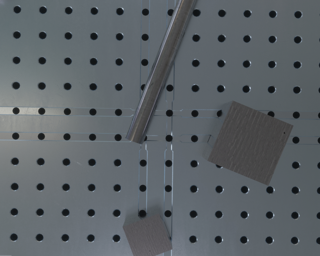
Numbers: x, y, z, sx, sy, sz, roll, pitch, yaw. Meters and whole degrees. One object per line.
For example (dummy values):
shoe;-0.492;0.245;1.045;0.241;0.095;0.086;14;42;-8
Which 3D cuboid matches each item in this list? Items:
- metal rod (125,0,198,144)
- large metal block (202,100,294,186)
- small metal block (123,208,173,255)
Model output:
metal rod;0.018;-0.122;0.413;0.025;0.025;0.299;21;90;0
large metal block;0.110;0.018;0.402;0.080;0.050;0.080;23;90;0
small metal block;-0.016;0.143;0.413;0.050;0.025;0.050;-21;90;0
